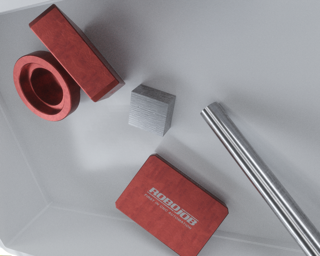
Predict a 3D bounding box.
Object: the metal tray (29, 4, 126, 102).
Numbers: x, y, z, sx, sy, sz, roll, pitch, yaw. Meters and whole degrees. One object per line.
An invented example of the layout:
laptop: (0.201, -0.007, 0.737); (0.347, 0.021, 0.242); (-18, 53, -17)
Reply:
metal tray: (-0.081, -0.075, 0.340); (0.030, 0.130, 0.090); (-39, 98, 2)

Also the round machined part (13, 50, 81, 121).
round machined part: (-0.153, -0.062, 0.438); (0.098, 0.042, 0.097); (13, 124, 20)

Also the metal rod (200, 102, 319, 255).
metal rod: (0.139, 0.095, 0.322); (0.299, 0.025, 0.025); (55, 131, 17)

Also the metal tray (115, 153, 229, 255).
metal tray: (0.016, 0.108, 0.431); (0.130, 0.030, 0.090); (36, 92, 3)

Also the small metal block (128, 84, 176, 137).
small metal block: (-0.011, -0.023, 0.399); (0.050, 0.025, 0.050); (20, 126, 15)
